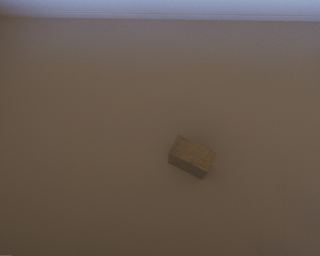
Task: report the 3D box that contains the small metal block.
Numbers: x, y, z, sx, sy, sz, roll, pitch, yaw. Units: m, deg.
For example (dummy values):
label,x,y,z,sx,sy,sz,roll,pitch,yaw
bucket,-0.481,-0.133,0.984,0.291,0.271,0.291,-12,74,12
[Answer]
label,x,y,z,sx,sy,sz,roll,pitch,yaw
small metal block,0.038,0.038,0.383,0.050,0.050,0.025,26,72,9
